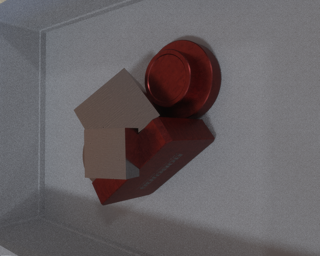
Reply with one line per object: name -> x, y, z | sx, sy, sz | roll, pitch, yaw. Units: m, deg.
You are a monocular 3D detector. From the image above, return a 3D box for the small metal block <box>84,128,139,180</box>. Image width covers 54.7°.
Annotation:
small metal block -> -0.050, 0.026, 0.320 | 0.050, 0.025, 0.050 | -2, 88, 26

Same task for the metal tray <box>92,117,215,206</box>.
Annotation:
metal tray -> -0.008, 0.040, 0.367 | 0.129, 0.091, 0.030 | -45, 63, 30

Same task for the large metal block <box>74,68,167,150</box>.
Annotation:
large metal block -> -0.044, -0.011, 0.376 | 0.080, 0.050, 0.080 | -39, 64, 6

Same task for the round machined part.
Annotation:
round machined part -> 0.020, -0.058, 0.375 | 0.098, 0.042, 0.097 | 0, 90, 39

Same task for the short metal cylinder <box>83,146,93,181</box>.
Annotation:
short metal cylinder -> -0.064, 0.039, 0.439 | 0.080, 0.050, 0.079 | 0, 90, 39
